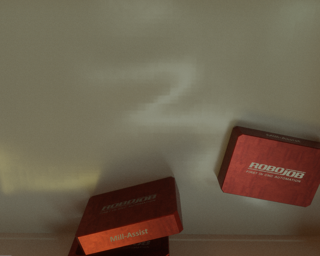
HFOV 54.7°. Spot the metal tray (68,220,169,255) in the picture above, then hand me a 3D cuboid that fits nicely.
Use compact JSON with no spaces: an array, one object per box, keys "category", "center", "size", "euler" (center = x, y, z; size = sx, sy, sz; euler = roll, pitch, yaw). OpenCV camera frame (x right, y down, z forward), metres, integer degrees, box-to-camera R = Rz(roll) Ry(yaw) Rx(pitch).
[{"category":"metal tray","center":[-0.053,0.162,0.435],"size":[0.131,0.090,0.030],"euler":[-3,110,1]}]

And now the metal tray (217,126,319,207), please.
[{"category":"metal tray","center":[0.156,0.055,0.430],"size":[0.131,0.030,0.089],"euler":[11,110,-4]}]

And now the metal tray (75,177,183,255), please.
[{"category":"metal tray","center":[-0.038,0.115,0.418],"size":[0.131,0.090,0.030],"euler":[-15,109,5]}]
